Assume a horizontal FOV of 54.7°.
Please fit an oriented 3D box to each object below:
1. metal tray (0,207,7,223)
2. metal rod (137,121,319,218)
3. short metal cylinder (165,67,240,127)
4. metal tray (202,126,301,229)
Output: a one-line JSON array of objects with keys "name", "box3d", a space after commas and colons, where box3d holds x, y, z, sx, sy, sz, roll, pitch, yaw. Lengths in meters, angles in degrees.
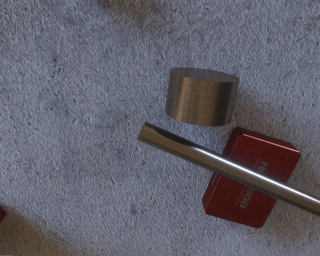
[{"name": "metal tray", "box3d": [-0.290, 0.164, 0.431, 0.130, 0.090, 0.030, -32, 107, 11]}, {"name": "metal rod", "box3d": [0.114, 0.063, 0.402, 0.302, 0.025, 0.025, 24, 108, -9]}, {"name": "short metal cylinder", "box3d": [0.049, -0.039, 0.367, 0.081, 0.080, 0.050, 6, 110, -3]}, {"name": "metal tray", "box3d": [0.124, 0.072, 0.435, 0.091, 0.030, 0.129, 17, 109, -7]}]
